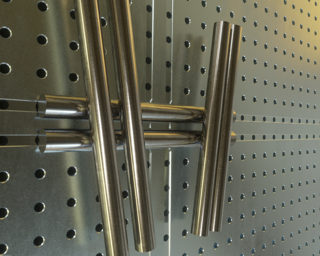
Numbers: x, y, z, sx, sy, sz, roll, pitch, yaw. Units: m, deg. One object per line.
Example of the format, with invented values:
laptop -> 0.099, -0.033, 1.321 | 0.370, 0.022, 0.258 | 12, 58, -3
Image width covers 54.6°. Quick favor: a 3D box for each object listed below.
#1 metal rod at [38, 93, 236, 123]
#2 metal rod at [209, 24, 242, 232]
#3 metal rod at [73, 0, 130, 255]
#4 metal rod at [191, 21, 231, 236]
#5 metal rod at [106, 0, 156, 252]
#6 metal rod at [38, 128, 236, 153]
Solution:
metal rod -> -0.002, -0.020, 0.407 | 0.302, 0.025, 0.025 | 1, 90, -40
metal rod -> 0.093, -0.004, 0.454 | 0.025, 0.025, 0.299 | 12, 83, -39
metal rod -> -0.061, -0.006, 0.325 | 0.025, 0.025, 0.298 | -11, 97, -39
metal rod -> 0.073, -0.003, 0.437 | 0.025, 0.025, 0.299 | 12, 83, -39
metal rod -> -0.032, -0.008, 0.349 | 0.025, 0.025, 0.298 | -10, 97, -39
metal rod -> -0.002, 0.015, 0.407 | 0.302, 0.025, 0.025 | 1, 90, -40
